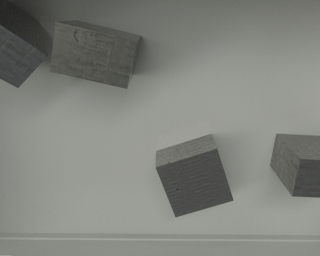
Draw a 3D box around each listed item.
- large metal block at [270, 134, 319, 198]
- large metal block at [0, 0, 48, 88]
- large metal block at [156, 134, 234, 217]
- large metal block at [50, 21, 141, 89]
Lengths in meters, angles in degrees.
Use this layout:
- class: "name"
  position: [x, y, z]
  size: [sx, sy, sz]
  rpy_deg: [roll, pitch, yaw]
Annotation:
- class: "large metal block"
  position: [0.200, 0.047, 0.401]
  size: [0.081, 0.080, 0.050]
  rpy_deg: [3, 110, -1]
- class: "large metal block"
  position: [-0.173, -0.101, 0.327]
  size: [0.050, 0.080, 0.080]
  rpy_deg: [-42, 137, 14]
- class: "large metal block"
  position: [0.046, 0.064, 0.422]
  size: [0.080, 0.050, 0.080]
  rpy_deg: [-18, 109, 6]
- class: "large metal block"
  position: [-0.068, -0.086, 0.350]
  size: [0.080, 0.080, 0.050]
  rpy_deg: [12, 110, -5]
